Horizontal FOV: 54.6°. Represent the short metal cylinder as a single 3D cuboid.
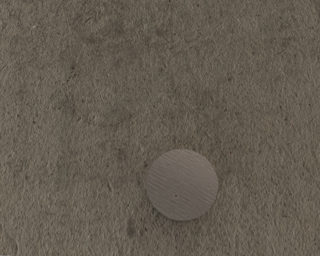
[{"bbox_3d":[0.025,0.070,0.369,0.080,0.050,0.080,0,70,0],"label":"short metal cylinder"}]
